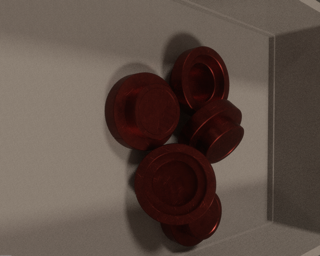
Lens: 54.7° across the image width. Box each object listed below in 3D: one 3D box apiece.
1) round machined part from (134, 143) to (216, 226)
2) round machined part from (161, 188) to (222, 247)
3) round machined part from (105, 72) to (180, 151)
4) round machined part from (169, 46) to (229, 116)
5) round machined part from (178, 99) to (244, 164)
[{"bbox_3d":[0.019,0.070,0.392,0.099,0.042,0.097,0,81,0],"label":"round machined part"},{"bbox_3d":[0.050,0.119,0.441,0.099,0.042,0.097,0,90,-40],"label":"round machined part"},{"bbox_3d":[-0.014,-0.020,0.383,0.099,0.042,0.097,-1,92,-38],"label":"round machined part"},{"bbox_3d":[0.052,-0.063,0.441,0.099,0.042,0.097,0,90,-41],"label":"round machined part"},{"bbox_3d":[0.077,0.012,0.430,0.099,0.042,0.097,-26,144,-21],"label":"round machined part"}]
